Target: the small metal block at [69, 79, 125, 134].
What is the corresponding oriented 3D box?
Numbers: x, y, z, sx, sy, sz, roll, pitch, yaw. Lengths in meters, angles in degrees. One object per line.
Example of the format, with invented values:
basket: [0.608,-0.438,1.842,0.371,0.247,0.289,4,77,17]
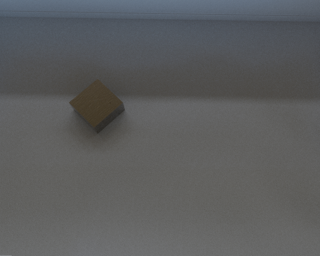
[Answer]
small metal block: [-0.084,-0.029,0.419,0.050,0.025,0.050,43,75,14]
